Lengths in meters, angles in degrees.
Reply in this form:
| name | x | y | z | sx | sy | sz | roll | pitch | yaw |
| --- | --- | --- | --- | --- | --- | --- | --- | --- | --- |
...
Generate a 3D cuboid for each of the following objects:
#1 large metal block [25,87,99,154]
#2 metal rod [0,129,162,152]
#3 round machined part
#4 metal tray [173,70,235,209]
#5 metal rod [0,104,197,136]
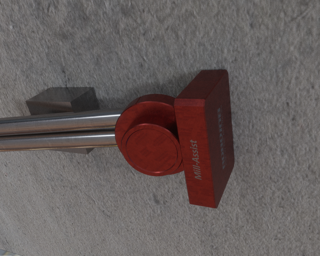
| name | x | y | z | sx | sy | sz | roll | pitch | yaw |
| --- | --- | --- | --- | --- | --- | --- | --- | --- | --- |
| large metal block | -0.133 | -0.012 | 0.448 | 0.080 | 0.050 | 0.079 | 3 | 120 | 26 |
| metal rod | -0.087 | 0.014 | 0.403 | 0.301 | 0.025 | 0.025 | -3 | 118 | 15 |
| round machined part | -0.004 | 0.015 | 0.344 | 0.098 | 0.042 | 0.097 | 7 | 122 | 11 |
| metal tray | 0.054 | 0.011 | 0.343 | 0.030 | 0.090 | 0.129 | 4 | 120 | 26 |
| metal rod | -0.091 | -0.010 | 0.390 | 0.301 | 0.025 | 0.025 | -4 | 117 | 15 |
